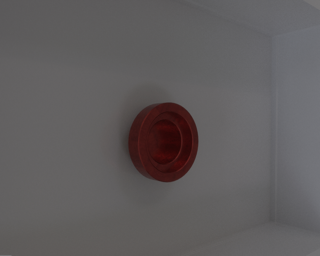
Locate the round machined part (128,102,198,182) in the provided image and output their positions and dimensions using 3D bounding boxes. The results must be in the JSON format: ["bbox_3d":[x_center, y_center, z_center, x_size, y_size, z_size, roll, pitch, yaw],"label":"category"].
[{"bbox_3d":[0.000,0.017,0.395,0.099,0.042,0.097,0,90,-40],"label":"round machined part"}]
